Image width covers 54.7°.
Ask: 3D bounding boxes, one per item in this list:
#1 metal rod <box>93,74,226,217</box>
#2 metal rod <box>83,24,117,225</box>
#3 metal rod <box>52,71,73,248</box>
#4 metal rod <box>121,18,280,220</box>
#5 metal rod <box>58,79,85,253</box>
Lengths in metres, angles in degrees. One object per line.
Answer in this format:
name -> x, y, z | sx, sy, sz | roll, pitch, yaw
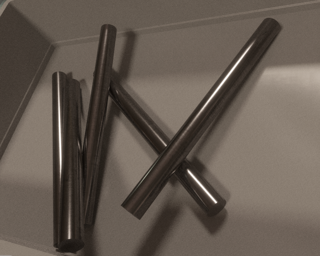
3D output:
metal rod -> -0.020, -0.003, 0.416 | 0.025, 0.025, 0.300 | -42, 51, -1
metal rod -> -0.089, -0.019, 0.438 | 0.025, 0.025, 0.299 | -7, 66, 24
metal rod -> -0.148, 0.025, 0.465 | 0.025, 0.025, 0.299 | -25, 53, 13
metal rod -> 0.058, -0.024, 0.366 | 0.025, 0.025, 0.300 | 25, 68, 36
metal rod -> -0.118, 0.021, 0.415 | 0.025, 0.025, 0.300 | -29, 41, 9
